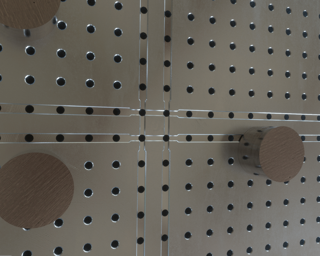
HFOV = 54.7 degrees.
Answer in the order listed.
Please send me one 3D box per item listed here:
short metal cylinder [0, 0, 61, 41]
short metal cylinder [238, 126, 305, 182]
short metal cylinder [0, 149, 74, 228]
[{"bbox_3d":[-0.153,-0.142,0.343,0.081,0.050,0.079,0,90,-21],"label":"short metal cylinder"},{"bbox_3d":[0.165,0.037,0.462,0.081,0.050,0.079,0,90,-21],"label":"short metal cylinder"},{"bbox_3d":[-0.140,0.065,0.348,0.081,0.050,0.079,0,90,-20],"label":"short metal cylinder"}]
